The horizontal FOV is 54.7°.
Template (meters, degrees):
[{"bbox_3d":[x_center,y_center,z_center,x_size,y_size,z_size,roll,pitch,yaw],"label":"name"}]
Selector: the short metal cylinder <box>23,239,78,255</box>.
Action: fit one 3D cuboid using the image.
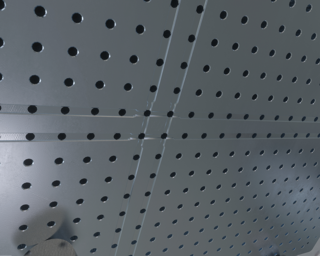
[{"bbox_3d":[-0.146,0.200,0.419,0.081,0.080,0.050,-22,127,-15],"label":"short metal cylinder"}]
